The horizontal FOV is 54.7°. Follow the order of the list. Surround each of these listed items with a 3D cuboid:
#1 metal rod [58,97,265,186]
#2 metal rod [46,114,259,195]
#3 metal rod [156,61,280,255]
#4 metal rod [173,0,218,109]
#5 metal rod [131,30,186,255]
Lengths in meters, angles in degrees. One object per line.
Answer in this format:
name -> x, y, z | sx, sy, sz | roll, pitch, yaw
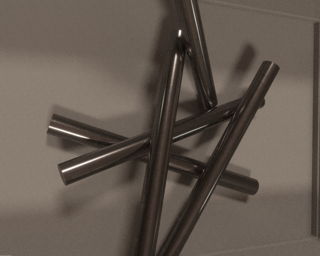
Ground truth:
metal rod -> 0.022, 0.004, 0.400 | 0.302, 0.025, 0.025 | -20, 97, -27
metal rod -> 0.005, 0.042, 0.413 | 0.302, 0.025, 0.025 | 19, 84, -20
metal rod -> 0.080, 0.042, 0.412 | 0.025, 0.025, 0.299 | 33, 82, -18
metal rod -> 0.029, -0.134, 0.336 | 0.025, 0.025, 0.299 | -39, 137, -16
metal rod -> 0.000, 0.027, 0.357 | 0.025, 0.025, 0.299 | 14, 76, -20
